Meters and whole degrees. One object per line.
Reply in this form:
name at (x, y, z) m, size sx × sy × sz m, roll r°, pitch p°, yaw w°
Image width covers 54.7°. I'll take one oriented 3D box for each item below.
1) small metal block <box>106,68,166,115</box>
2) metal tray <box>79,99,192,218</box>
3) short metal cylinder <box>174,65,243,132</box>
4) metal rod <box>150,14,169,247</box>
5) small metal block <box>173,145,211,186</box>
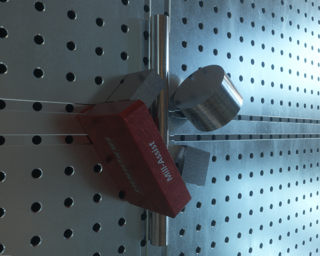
small metal block at (-0.029, -0.042, 0.369) m, size 0.025 × 0.050 × 0.050 m, roll 49°, pitch 61°, yaw -29°
metal tray at (-0.028, 0.034, 0.344) m, size 0.030 × 0.090 × 0.129 m, roll -40°, pitch 115°, yaw -33°
short metal cylinder at (0.067, -0.041, 0.431) m, size 0.050 × 0.080 × 0.080 m, roll 46°, pitch 63°, yaw -31°
metal rod at (-0.001, 0.003, 0.410) m, size 0.025 × 0.025 × 0.298 m, roll 0°, pitch 90°, yaw -40°
small metal block at (0.043, 0.054, 0.449) m, size 0.050 × 0.025 × 0.050 m, roll 19°, pitch 78°, yaw -39°
